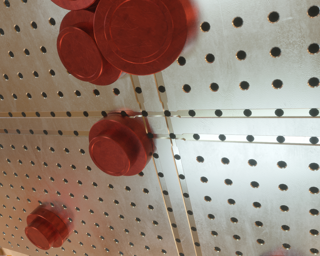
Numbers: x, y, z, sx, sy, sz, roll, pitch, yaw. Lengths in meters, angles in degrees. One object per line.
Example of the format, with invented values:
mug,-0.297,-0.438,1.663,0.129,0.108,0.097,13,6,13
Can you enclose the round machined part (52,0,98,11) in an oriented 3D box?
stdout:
round machined part,-0.090,-0.182,0.336,0.098,0.042,0.097,13,124,21

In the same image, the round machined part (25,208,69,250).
round machined part,-0.252,0.225,0.674,0.098,0.042,0.097,13,124,21

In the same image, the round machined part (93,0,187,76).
round machined part,-0.021,-0.103,0.323,0.099,0.042,0.097,0,108,1

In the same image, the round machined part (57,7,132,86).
round machined part,-0.087,-0.096,0.382,0.098,0.042,0.097,17,129,22

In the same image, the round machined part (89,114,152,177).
round machined part,-0.064,0.032,0.454,0.098,0.042,0.097,13,124,21
